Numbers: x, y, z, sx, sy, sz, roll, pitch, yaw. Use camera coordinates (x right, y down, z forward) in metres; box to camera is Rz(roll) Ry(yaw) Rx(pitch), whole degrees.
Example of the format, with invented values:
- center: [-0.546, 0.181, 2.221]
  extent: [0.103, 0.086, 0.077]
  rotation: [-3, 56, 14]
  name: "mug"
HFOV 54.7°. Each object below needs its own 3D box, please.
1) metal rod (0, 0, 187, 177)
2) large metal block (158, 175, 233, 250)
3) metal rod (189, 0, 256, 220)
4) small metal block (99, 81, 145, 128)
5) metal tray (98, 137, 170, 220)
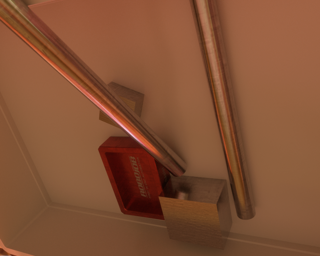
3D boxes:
- center: [-0.055, -0.027, 0.337]
  extent: [0.025, 0.025, 0.300]
  rotation: [-13, 139, 33]
  name: "metal rod"
- center: [0.052, 0.116, 0.436]
  extent: [0.080, 0.050, 0.079]
  rotation: [1, 119, 27]
  name: "large metal block"
- center: [0.076, -0.016, 0.358]
  extent: [0.025, 0.025, 0.298]
  rotation: [-3, 117, 29]
  name: "metal rod"
- center: [-0.052, -0.028, 0.417]
  extent: [0.050, 0.025, 0.050]
  rotation: [23, 127, 14]
  name: "small metal block"
- center: [-0.031, 0.076, 0.467]
  extent: [0.090, 0.030, 0.129]
  rotation: [0, 118, 28]
  name: "metal tray"
